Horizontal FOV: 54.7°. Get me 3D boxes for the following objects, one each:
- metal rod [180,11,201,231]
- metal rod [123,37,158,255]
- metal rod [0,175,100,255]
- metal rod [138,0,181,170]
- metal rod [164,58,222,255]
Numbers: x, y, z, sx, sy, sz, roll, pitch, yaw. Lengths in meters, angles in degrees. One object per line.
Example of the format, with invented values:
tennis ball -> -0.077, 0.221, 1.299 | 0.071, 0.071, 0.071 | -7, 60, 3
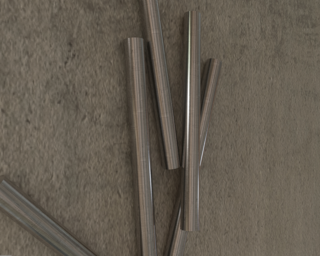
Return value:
metal rod -> 0.043, -0.015, 0.426 | 0.025, 0.025, 0.298 | 8, 80, -40
metal rod -> -0.023, 0.041, 0.387 | 0.025, 0.025, 0.298 | -6, 94, -40
metal rod -> -0.070, 0.159, 0.347 | 0.025, 0.025, 0.300 | -52, 121, -27
metal rod -> -0.005, -0.094, 0.402 | 0.025, 0.025, 0.298 | -14, 99, -39
metal rod -> 0.050, 0.041, 0.448 | 0.025, 0.025, 0.299 | 22, 76, -38
